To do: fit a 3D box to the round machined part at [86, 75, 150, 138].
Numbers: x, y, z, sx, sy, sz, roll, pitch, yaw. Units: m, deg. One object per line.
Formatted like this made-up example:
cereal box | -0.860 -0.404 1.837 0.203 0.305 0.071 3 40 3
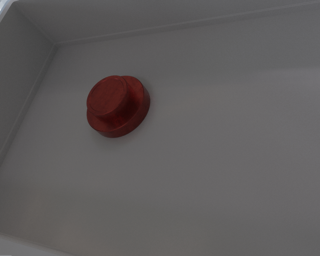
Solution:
round machined part | -0.068 -0.038 0.455 0.098 0.042 0.098 -13 56 21
